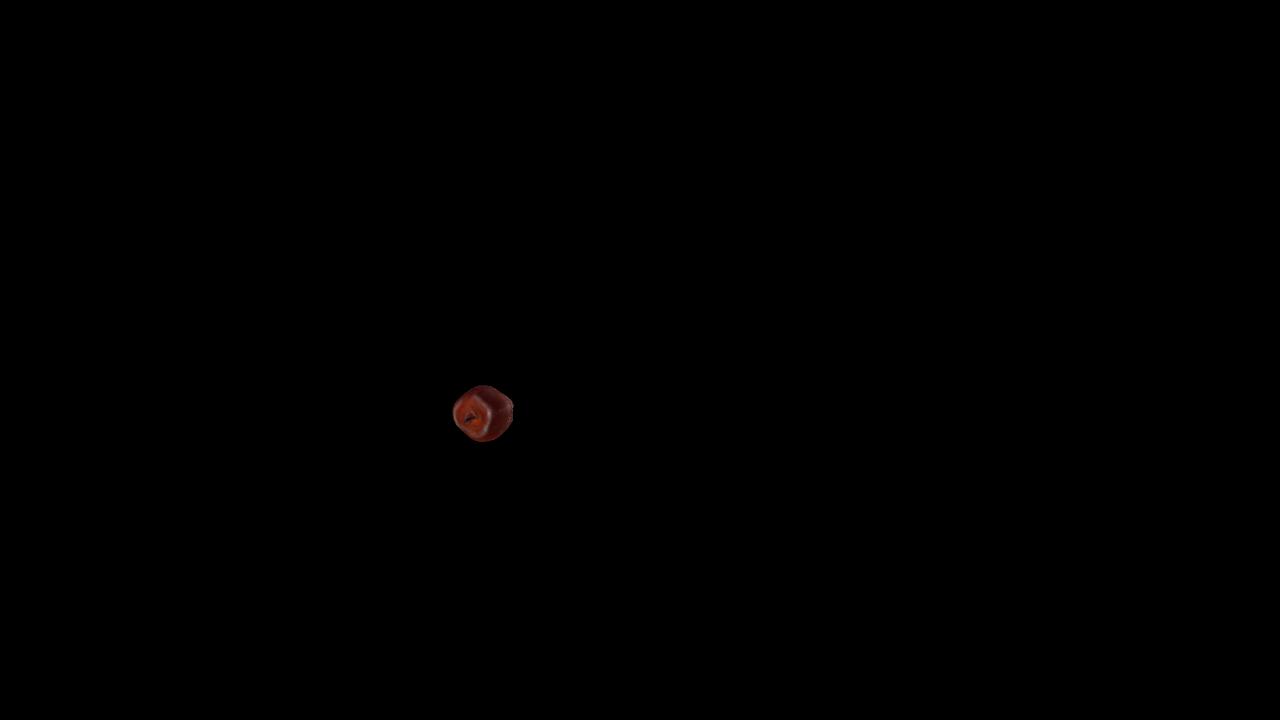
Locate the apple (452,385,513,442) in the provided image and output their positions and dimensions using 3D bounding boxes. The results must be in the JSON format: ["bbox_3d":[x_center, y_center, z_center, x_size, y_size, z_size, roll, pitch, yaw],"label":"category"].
[{"bbox_3d":[-0.217,0.074,0.856,0.079,0.079,0.093,0,4,15],"label":"apple"}]
